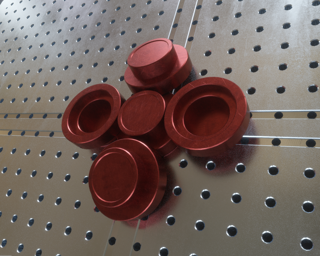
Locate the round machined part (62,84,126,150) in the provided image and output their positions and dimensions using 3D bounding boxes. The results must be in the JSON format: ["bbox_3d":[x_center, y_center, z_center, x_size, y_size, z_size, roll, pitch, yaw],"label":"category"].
[{"bbox_3d":[-0.089,-0.013,0.450,0.098,0.042,0.098,-13,56,20],"label":"round machined part"}]

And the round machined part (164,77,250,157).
[{"bbox_3d":[0.058,-0.010,0.371,0.098,0.042,0.098,-13,56,20],"label":"round machined part"}]

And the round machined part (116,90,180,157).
[{"bbox_3d":[-0.016,-0.011,0.410,0.098,0.042,0.098,-13,56,20],"label":"round machined part"}]

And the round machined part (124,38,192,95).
[{"bbox_3d":[-0.007,-0.091,0.441,0.098,0.042,0.098,-16,41,15],"label":"round machined part"}]

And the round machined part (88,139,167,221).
[{"bbox_3d":[-0.045,0.060,0.368,0.098,0.042,0.098,-8,73,26],"label":"round machined part"}]
